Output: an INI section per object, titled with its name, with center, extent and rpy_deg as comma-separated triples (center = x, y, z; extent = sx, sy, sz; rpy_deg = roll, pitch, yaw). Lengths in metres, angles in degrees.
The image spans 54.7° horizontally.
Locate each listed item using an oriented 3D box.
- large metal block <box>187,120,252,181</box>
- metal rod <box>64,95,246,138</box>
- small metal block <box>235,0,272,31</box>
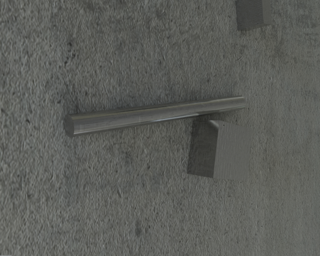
[large metal block]
center = 0.091, 0.035, 0.468
extent = 0.081, 0.050, 0.080
rpy_deg = 12, 82, -40
[metal rod]
center = 0.019, -0.022, 0.422
extent = 0.302, 0.025, 0.025
rpy_deg = -10, 97, -40
[small metal block]
center = 0.158, -0.195, 0.523
extent = 0.025, 0.050, 0.050
rpy_deg = -11, 97, -40
